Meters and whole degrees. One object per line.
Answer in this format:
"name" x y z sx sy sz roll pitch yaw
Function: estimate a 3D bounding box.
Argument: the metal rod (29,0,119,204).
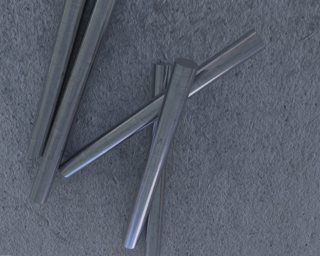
"metal rod" -0.110 -0.034 0.388 0.025 0.025 0.298 22 106 -8

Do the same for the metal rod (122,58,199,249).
"metal rod" -0.009 0.054 0.394 0.025 0.025 0.298 14 123 -5

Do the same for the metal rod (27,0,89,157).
"metal rod" -0.114 -0.098 0.372 0.025 0.025 0.298 19 109 -7

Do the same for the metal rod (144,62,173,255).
"metal rod" -0.004 0.061 0.431 0.025 0.025 0.298 3 110 -1

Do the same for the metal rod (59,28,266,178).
"metal rod" -0.013 -0.018 0.377 0.300 0.025 0.025 -33 107 21
